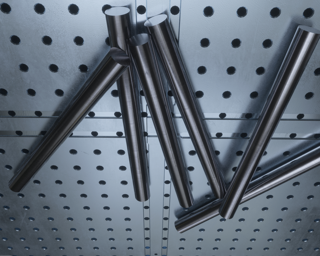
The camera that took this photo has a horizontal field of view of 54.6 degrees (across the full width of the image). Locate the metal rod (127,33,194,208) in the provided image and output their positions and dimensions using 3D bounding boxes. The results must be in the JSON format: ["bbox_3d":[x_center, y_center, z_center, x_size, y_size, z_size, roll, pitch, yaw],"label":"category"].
[{"bbox_3d":[0.011,0.016,0.415,0.025,0.025,0.299,-10,133,8],"label":"metal rod"}]

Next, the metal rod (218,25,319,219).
[{"bbox_3d":[0.132,0.016,0.410,0.025,0.025,0.298,8,125,-7],"label":"metal rod"}]

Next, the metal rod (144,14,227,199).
[{"bbox_3d":[0.047,-0.003,0.408,0.025,0.025,0.299,-16,129,13],"label":"metal rod"}]

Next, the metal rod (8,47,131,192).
[{"bbox_3d":[-0.132,0.008,0.400,0.025,0.025,0.299,31,129,-24],"label":"metal rod"}]

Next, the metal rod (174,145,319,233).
[{"bbox_3d":[0.144,0.101,0.498,0.299,0.025,0.025,-36,122,26],"label":"metal rod"}]

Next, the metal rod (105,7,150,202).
[{"bbox_3d":[-0.035,-0.004,0.407,0.025,0.025,0.298,-2,130,2],"label":"metal rod"}]
